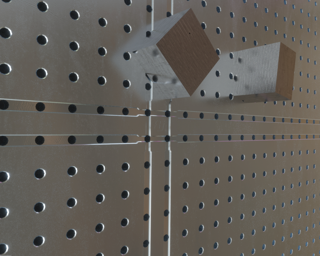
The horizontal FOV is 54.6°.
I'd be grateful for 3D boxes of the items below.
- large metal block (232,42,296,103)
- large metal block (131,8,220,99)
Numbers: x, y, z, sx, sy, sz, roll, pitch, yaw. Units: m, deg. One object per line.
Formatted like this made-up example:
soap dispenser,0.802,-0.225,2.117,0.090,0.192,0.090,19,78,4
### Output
large metal block,0.172,-0.089,0.515,0.050,0.080,0.080,14,81,-39
large metal block,0.023,-0.096,0.411,0.080,0.050,0.080,-52,121,-27
